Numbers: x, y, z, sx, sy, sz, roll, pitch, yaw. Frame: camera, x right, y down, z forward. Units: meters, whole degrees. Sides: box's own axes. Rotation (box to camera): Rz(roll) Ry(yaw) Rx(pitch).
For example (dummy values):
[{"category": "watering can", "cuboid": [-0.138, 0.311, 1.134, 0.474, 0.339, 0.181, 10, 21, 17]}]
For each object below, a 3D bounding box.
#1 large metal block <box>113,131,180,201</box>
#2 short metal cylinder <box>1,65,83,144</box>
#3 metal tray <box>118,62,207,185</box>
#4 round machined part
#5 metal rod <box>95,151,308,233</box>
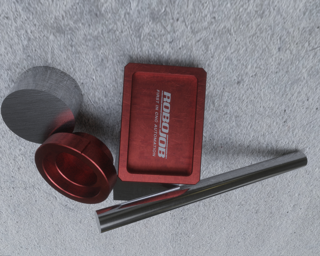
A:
[{"category": "large metal block", "cuboid": [-0.018, 0.051, 0.415, 0.081, 0.080, 0.050, 4, 130, -4]}, {"category": "short metal cylinder", "cuboid": [-0.137, -0.027, 0.368, 0.081, 0.050, 0.079, 0, 130, 0]}, {"category": "metal tray", "cuboid": [0.002, -0.004, 0.352, 0.091, 0.030, 0.129, 4, 90, -4]}, {"category": "round machined part", "cuboid": [-0.096, 0.043, 0.375, 0.098, 0.042, 0.097, 12, 131, 15]}, {"category": "metal rod", "cuboid": [0.069, 0.074, 0.396, 0.303, 0.025, 0.025, -12, 134, -23]}]
